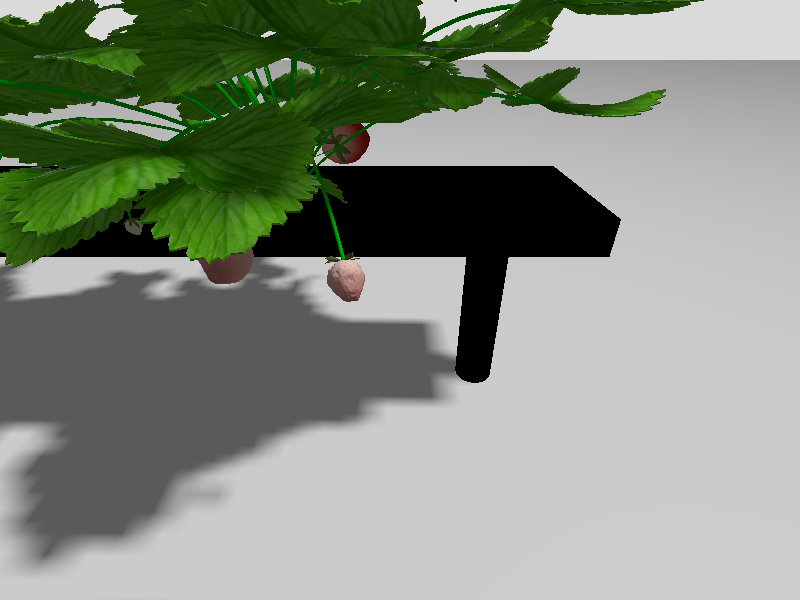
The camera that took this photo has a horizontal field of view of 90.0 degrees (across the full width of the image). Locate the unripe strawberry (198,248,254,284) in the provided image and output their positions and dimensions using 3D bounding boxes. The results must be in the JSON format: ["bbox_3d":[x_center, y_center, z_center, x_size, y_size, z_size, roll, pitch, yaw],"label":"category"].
[{"bbox_3d":[-0.088,-0.019,0.201,0.026,0.028,0.029,0,36,-1],"label":"unripe strawberry"}]

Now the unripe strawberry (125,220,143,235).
[{"bbox_3d":[-0.170,-0.046,0.256,0.011,0.010,0.010,21,38,30],"label":"unripe strawberry"}]

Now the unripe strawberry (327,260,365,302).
[{"bbox_3d":[-0.025,-0.009,0.189,0.018,0.020,0.021,-11,-1,-16],"label":"unripe strawberry"}]

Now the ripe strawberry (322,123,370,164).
[{"bbox_3d":[-0.054,-0.163,0.406,0.051,0.045,0.046,14,34,20],"label":"ripe strawberry"}]
